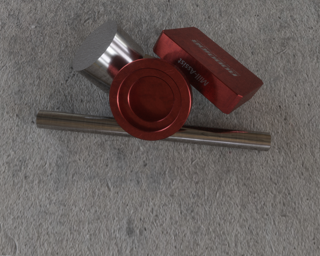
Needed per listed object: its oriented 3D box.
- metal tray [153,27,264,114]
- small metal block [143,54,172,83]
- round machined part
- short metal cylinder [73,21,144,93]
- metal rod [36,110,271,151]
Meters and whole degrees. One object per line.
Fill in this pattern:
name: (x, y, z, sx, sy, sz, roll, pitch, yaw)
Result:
metal tray: (0.065, -0.081, 0.410, 0.130, 0.030, 0.091, 44, 37, 14)
small metal block: (-0.001, -0.068, 0.419, 0.050, 0.050, 0.025, 22, 72, 8)
round machined part: (-0.009, -0.037, 0.381, 0.098, 0.042, 0.097, 3, 105, 11)
short metal cylinder: (-0.068, -0.093, 0.409, 0.080, 0.050, 0.080, -25, 45, 29)
metal rod: (-0.009, 0.003, 0.408, 0.302, 0.025, 0.025, 6, 70, 2)
